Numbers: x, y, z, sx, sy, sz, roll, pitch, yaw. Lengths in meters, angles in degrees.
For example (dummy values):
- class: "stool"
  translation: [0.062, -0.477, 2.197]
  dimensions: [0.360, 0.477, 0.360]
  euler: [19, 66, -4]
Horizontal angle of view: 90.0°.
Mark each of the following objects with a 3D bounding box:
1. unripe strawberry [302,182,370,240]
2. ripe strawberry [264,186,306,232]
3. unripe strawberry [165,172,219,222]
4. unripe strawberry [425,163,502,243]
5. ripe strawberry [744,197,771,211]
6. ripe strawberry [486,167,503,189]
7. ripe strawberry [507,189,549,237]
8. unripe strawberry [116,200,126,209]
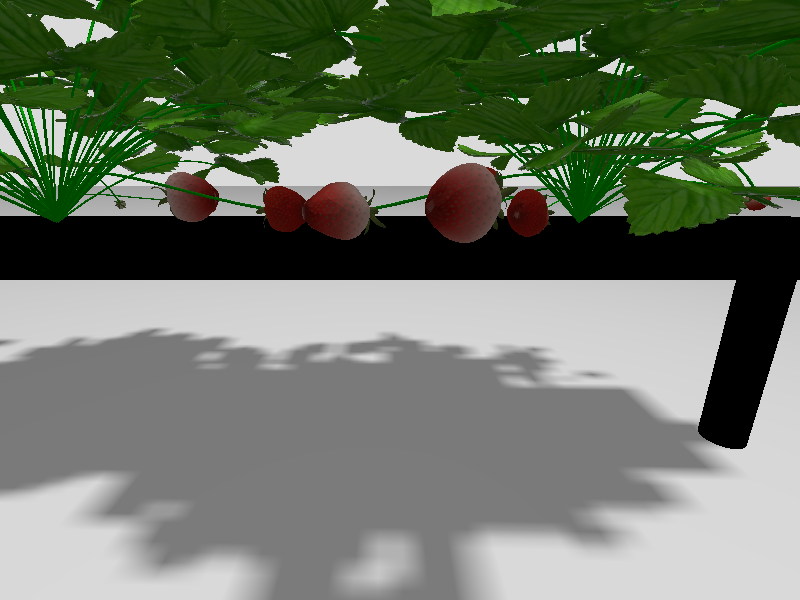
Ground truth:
- class: "unripe strawberry"
  translation: [-0.039, -0.053, 0.241]
  dimensions: [0.039, 0.034, 0.039]
  euler: [-10, 20, -27]
- class: "ripe strawberry"
  translation: [-0.078, -0.063, 0.277]
  dimensions: [0.030, 0.031, 0.028]
  euler: [6, 18, 16]
- class: "unripe strawberry"
  translation: [-0.175, -0.087, 0.338]
  dimensions: [0.039, 0.041, 0.036]
  euler: [1, 17, 0]
- class: "unripe strawberry"
  translation: [0.035, -0.057, 0.241]
  dimensions: [0.049, 0.048, 0.045]
  euler: [-15, 23, -38]
- class: "ripe strawberry"
  translation: [0.394, -0.109, 0.441]
  dimensions: [0.024, 0.025, 0.022]
  euler: [42, -4, -29]
- class: "ripe strawberry"
  translation: [0.077, -0.109, 0.407]
  dimensions: [0.050, 0.050, 0.047]
  euler: [15, 23, 41]
- class: "ripe strawberry"
  translation: [0.081, -0.056, 0.257]
  dimensions: [0.026, 0.030, 0.029]
  euler: [14, 23, 38]
- class: "unripe strawberry"
  translation: [-0.350, -0.120, 0.503]
  dimensions: [0.010, 0.011, 0.011]
  euler: [-6, -1, -17]
